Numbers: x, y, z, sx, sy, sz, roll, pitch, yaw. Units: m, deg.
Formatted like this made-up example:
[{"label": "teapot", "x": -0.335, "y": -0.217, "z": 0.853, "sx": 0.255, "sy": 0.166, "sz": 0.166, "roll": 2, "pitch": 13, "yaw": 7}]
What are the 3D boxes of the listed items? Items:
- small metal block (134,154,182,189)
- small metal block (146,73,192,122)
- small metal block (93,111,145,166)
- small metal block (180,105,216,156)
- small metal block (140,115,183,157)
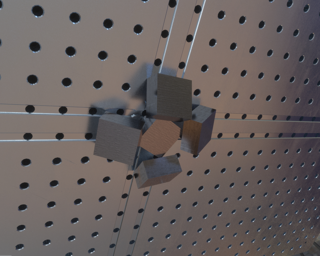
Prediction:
[{"label": "small metal block", "x": -0.004, "y": 0.061, "z": 0.432, "sx": 0.050, "sy": 0.025, "sz": 0.050, "roll": -9, "pitch": 158, "yaw": -24}, {"label": "small metal block", "x": 0.012, "y": -0.036, "z": 0.381, "sx": 0.050, "sy": 0.025, "sz": 0.050, "roll": 6, "pitch": 79, "yaw": -31}, {"label": "small metal block", "x": -0.050, "y": 0.013, "z": 0.378, "sx": 0.050, "sy": 0.025, "sz": 0.050, "roll": 16, "pitch": 115, "yaw": 2}, {"label": "small metal block", "x": 0.053, "y": 0.002, "z": 0.428, "sx": 0.050, "sy": 0.025, "sz": 0.050, "roll": -38, "pitch": 141, "yaw": -51}, {"label": "small metal block", "x": -0.004, "y": 0.006, "z": 0.414, "sx": 0.050, "sy": 0.025, "sz": 0.050, "roll": -49, "pitch": 129, "yaw": 6}]
